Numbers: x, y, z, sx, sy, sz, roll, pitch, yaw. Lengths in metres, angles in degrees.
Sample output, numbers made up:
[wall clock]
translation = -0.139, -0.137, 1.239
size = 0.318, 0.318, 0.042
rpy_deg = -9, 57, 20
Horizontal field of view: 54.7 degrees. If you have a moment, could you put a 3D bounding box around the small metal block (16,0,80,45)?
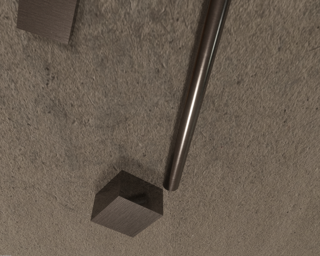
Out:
[small metal block]
translation = -0.109, -0.118, 0.305
size = 0.050, 0.025, 0.050
rpy_deg = 16, 128, -14

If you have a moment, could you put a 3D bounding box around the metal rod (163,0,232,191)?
[metal rod]
translation = 0.038, -0.024, 0.387
size = 0.025, 0.025, 0.298
rpy_deg = 6, 130, -6

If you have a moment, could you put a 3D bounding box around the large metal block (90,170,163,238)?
[large metal block]
translation = -0.052, 0.123, 0.495
size = 0.080, 0.050, 0.080
rpy_deg = 31, 123, -24
